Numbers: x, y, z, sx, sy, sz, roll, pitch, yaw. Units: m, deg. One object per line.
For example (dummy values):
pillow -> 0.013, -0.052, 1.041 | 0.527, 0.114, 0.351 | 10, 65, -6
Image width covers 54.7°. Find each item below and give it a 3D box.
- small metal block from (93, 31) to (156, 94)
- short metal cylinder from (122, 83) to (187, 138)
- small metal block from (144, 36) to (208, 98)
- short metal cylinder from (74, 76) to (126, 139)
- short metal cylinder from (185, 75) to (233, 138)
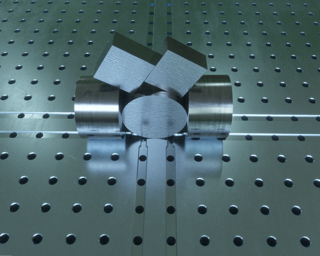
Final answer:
small metal block -> -0.039, -0.071, 0.345 | 0.050, 0.050, 0.025 | 22, 46, -23
short metal cylinder -> -0.006, -0.031, 0.397 | 0.080, 0.080, 0.050 | 1, 50, 1
small metal block -> 0.017, -0.067, 0.348 | 0.050, 0.050, 0.025 | 21, 46, -23
short metal cylinder -> -0.072, -0.026, 0.392 | 0.050, 0.080, 0.080 | 1, 50, 1
short metal cylinder -> 0.059, -0.027, 0.394 | 0.050, 0.080, 0.080 | 0, 50, 1
